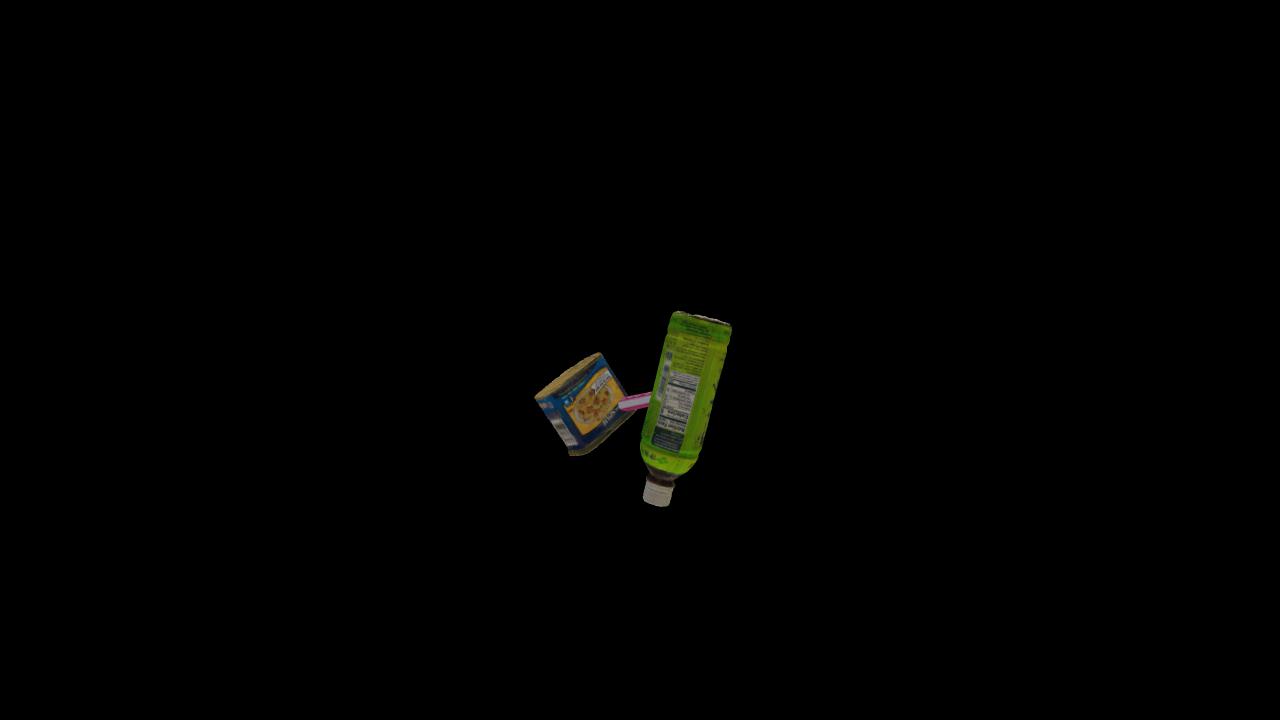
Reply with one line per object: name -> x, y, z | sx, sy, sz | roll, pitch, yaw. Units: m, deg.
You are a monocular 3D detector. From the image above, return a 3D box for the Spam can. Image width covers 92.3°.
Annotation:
Spam can -> -0.065, 0.052, 0.746 | 0.101, 0.085, 0.058 | -41, 15, -36

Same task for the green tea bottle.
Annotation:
green tea bottle -> 0.042, 0.055, 0.672 | 0.073, 0.212, 0.073 | 16, 3, -1

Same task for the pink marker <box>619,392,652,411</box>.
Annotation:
pink marker -> 0.004, 0.050, 0.750 | 0.121, 0.020, 0.020 | -12, -1, 4
